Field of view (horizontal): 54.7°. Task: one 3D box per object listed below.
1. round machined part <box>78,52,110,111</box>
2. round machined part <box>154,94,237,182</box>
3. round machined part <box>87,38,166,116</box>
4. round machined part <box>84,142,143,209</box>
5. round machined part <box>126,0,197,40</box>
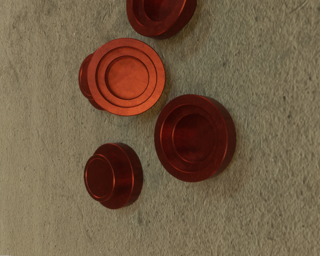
[{"bbox_3d":[-0.085,-0.075,0.464,0.098,0.042,0.097,0,90,40],"label":"round machined part"},{"bbox_3d":[0.044,0.011,0.358,0.098,0.042,0.097,0,90,40],"label":"round machined part"},{"bbox_3d":[-0.043,-0.065,0.408,0.099,0.042,0.097,0,96,-1],"label":"round machined part"},{"bbox_3d":[-0.075,0.071,0.456,0.098,0.042,0.097,0,90,40],"label":"round machined part"},{"bbox_3d":[0.007,-0.160,0.388,0.098,0.042,0.097,0,90,40],"label":"round machined part"}]
